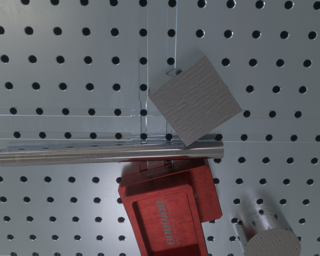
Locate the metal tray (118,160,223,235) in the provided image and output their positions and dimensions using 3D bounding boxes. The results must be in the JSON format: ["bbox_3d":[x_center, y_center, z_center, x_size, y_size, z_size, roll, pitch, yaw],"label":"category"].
[{"bbox_3d":[0.016,0.101,0.448,0.131,0.030,0.089,-15,110,5],"label":"metal tray"}]

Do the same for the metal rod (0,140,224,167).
[{"bbox_3d":[-0.065,0.035,0.425,0.302,0.025,0.025,-2,110,0],"label":"metal rod"}]

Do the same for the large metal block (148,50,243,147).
[{"bbox_3d":[0.042,-0.038,0.386,0.080,0.050,0.080,-34,107,11],"label":"large metal block"}]

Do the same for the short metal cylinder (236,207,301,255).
[{"bbox_3d":[0.160,0.167,0.463,0.081,0.050,0.079,0,110,0],"label":"short metal cylinder"}]

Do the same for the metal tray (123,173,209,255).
[{"bbox_3d":[0.011,0.133,0.426,0.090,0.030,0.129,-13,110,4],"label":"metal tray"}]
